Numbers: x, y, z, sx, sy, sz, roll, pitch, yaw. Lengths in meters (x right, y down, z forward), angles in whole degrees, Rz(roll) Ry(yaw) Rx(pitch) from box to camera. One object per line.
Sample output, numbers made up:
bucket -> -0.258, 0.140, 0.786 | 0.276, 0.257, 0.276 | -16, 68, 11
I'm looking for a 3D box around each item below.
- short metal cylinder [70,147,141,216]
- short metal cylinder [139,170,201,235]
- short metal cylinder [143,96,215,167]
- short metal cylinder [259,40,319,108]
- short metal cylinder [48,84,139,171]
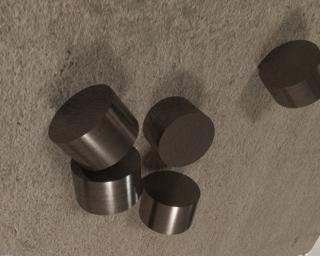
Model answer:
short metal cylinder -> -0.063, 0.058, 0.374 | 0.081, 0.080, 0.050 | -13, 124, -22
short metal cylinder -> 0.013, 0.105, 0.445 | 0.081, 0.080, 0.050 | -4, 120, -27
short metal cylinder -> 0.024, 0.005, 0.408 | 0.081, 0.050, 0.079 | -14, 125, -21
short metal cylinder -> 0.186, -0.074, 0.430 | 0.080, 0.080, 0.050 | -47, 130, 4
short metal cylinder -> -0.070, -0.001, 0.333 | 0.080, 0.080, 0.050 | -39, 130, -3
